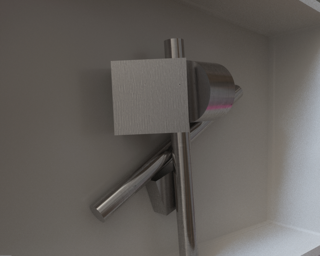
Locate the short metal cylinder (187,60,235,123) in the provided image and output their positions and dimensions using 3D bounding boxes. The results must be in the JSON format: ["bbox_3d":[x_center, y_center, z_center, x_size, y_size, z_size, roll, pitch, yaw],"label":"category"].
[{"bbox_3d":[0.052,-0.048,0.414,0.050,0.080,0.079,-6,94,-42],"label":"short metal cylinder"}]

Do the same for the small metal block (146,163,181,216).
[{"bbox_3d":[0.012,0.081,0.417,0.050,0.025,0.050,-27,107,-37],"label":"small metal block"}]

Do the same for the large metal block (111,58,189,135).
[{"bbox_3d":[-0.010,-0.035,0.356,0.081,0.050,0.079,-3,92,0],"label":"large metal block"}]

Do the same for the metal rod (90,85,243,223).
[{"bbox_3d":[0.028,0.018,0.430,0.302,0.025,0.025,-39,114,-33],"label":"metal rod"}]

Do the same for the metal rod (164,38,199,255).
[{"bbox_3d":[0.028,0.038,0.397,0.025,0.025,0.298,-6,93,-40],"label":"metal rod"}]
